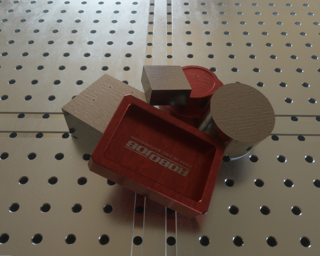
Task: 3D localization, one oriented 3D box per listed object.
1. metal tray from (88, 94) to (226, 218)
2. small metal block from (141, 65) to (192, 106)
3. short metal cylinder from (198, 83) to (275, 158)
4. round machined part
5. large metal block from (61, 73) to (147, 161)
[{"bbox_3d":[0.000,0.030,0.341,0.131,0.030,0.090,27,59,-6],"label":"metal tray"},{"bbox_3d":[0.007,-0.055,0.393,0.050,0.025,0.050,-3,46,-17],"label":"small metal block"},{"bbox_3d":[0.093,-0.009,0.384,0.081,0.050,0.080,5,64,-10],"label":"short metal cylinder"},{"bbox_3d":[0.047,-0.052,0.440,0.099,0.042,0.098,0,50,0],"label":"round machined part"},{"bbox_3d":[-0.065,-0.016,0.404,0.080,0.050,0.080,29,56,22],"label":"large metal block"}]
